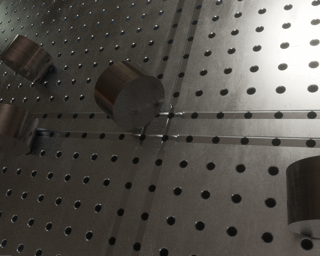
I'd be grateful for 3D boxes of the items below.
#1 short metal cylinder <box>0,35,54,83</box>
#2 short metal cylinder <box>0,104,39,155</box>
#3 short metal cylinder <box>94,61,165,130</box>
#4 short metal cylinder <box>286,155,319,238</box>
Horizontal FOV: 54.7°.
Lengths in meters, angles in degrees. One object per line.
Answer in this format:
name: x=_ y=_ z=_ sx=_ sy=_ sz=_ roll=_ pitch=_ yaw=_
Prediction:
short metal cylinder: x=-0.247 y=-0.127 z=0.578 sx=0.080 sy=0.080 sz=0.050 roll=19 pitch=72 yaw=35
short metal cylinder: x=-0.242 y=0.004 z=0.495 sx=0.080 sy=0.080 sz=0.050 roll=-8 pitch=59 yaw=24
short metal cylinder: x=-0.041 y=-0.044 z=0.420 sx=0.080 sy=0.080 sz=0.050 roll=-46 pitch=52 yaw=-4
short metal cylinder: x=0.149 y=0.061 z=0.258 sx=0.080 sy=0.080 sz=0.050 roll=-4 pitch=60 yaw=26
